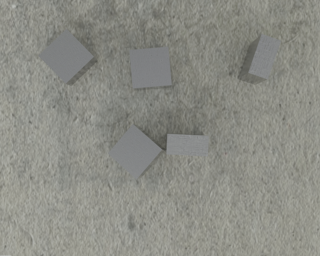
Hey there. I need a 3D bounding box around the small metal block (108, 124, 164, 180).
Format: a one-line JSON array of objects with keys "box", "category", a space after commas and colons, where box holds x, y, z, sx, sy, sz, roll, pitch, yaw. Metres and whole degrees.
[{"box": [-0.030, 0.031, 0.403, 0.050, 0.025, 0.050, 41, 94, 11], "category": "small metal block"}]

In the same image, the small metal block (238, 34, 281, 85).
[{"box": [0.127, -0.086, 0.399, 0.025, 0.050, 0.050, 19, 90, 0], "category": "small metal block"}]

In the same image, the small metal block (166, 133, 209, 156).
[{"box": [0.033, 0.020, 0.398, 0.050, 0.050, 0.025, 3, 90, -1], "category": "small metal block"}]

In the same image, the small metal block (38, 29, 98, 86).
[{"box": [-0.120, -0.092, 0.408, 0.050, 0.025, 0.050, -44, 91, 0], "category": "small metal block"}]

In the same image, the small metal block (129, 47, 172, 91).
[{"box": [-0.012, -0.078, 0.410, 0.050, 0.025, 0.050, -5, 90, -1], "category": "small metal block"}]
